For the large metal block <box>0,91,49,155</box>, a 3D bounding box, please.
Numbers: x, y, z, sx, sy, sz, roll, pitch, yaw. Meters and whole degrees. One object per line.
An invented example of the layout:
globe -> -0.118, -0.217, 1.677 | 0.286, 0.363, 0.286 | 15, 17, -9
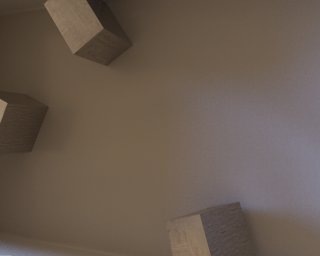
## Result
large metal block -> -0.226, -0.008, 0.461 | 0.050, 0.080, 0.080 | 27, 99, 18

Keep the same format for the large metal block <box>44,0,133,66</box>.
large metal block -> -0.092, -0.137, 0.414 | 0.050, 0.080, 0.080 | -35, 79, 17

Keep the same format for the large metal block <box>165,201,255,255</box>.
large metal block -> 0.060, 0.133, 0.348 | 0.050, 0.081, 0.080 | -26, 72, 40
